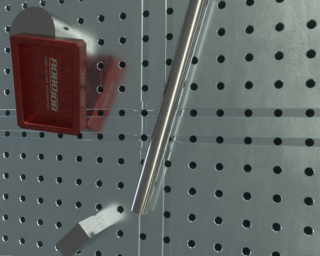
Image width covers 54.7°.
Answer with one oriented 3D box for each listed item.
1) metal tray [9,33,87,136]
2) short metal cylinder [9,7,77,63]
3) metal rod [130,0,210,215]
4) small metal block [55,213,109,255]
[{"bbox_3d":[-0.150,-0.059,0.426,0.091,0.030,0.129,7,113,3],"label":"metal tray"},{"bbox_3d":[-0.172,-0.131,0.458,0.080,0.050,0.079,0,90,19],"label":"short metal cylinder"},{"bbox_3d":[0.012,-0.030,0.407,0.025,0.025,0.298,18,96,19],"label":"metal rod"},{"bbox_3d":[-0.109,0.151,0.436,0.050,0.050,0.025,-44,77,14],"label":"small metal block"}]
